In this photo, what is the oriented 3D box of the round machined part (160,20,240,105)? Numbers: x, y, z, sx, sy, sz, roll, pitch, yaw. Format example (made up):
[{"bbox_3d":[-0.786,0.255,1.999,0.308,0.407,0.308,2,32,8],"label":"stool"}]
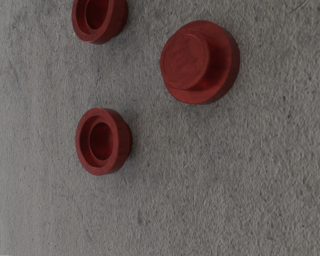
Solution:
[{"bbox_3d":[0.039,-0.077,0.362,0.098,0.042,0.097,0,90,40],"label":"round machined part"}]

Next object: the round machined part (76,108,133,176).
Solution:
[{"bbox_3d":[-0.079,0.020,0.459,0.098,0.042,0.097,0,90,40],"label":"round machined part"}]

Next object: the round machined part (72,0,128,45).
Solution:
[{"bbox_3d":[-0.086,-0.174,0.465,0.098,0.042,0.097,0,90,40],"label":"round machined part"}]
